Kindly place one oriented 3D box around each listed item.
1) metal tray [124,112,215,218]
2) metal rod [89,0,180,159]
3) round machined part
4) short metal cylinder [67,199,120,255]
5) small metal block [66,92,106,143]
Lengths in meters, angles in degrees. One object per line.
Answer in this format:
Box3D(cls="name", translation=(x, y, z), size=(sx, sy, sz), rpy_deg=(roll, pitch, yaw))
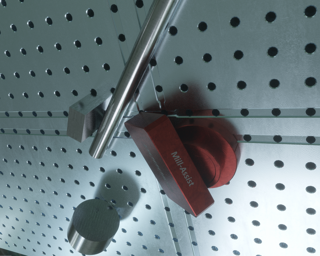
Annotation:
Box3D(cls="metal tray", translation=(0.010, 0.043, 0.397), size=(0.130, 0.030, 0.090), rpy_deg=(61, 163, -16))
Box3D(cls="metal rod", translation=(-0.038, -0.061, 0.391), size=(0.025, 0.025, 0.298), rpy_deg=(35, 129, 4))
Box3D(cls="round machined part", translation=(0.050, 0.039, 0.398), size=(0.098, 0.042, 0.097), rpy_deg=(13, 123, 20))
Box3D(cls="short metal cylinder", translation=(-0.117, 0.172, 0.541), size=(0.080, 0.080, 0.050), rpy_deg=(33, 129, 6))
Box3D(cls="small metal block", translation=(-0.104, -0.015, 0.439), size=(0.025, 0.050, 0.050), rpy_deg=(27, 128, 11))
